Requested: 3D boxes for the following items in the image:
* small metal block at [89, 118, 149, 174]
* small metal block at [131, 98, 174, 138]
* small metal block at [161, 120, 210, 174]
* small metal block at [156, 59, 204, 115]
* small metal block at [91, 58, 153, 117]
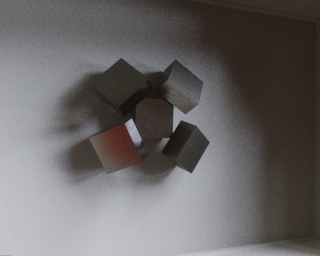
[{"bbox_3d":[-0.049,0.022,0.378,0.050,0.025,0.050,-21,99,19],"label":"small metal block"},{"bbox_3d":[-0.011,-0.012,0.404,0.050,0.025,0.050,2,90,-20],"label":"small metal block"},{"bbox_3d":[0.035,0.026,0.409,0.050,0.025,0.050,-58,141,-11],"label":"small metal block"},{"bbox_3d":[0.027,-0.054,0.405,0.050,0.025,0.050,37,41,-17],"label":"small metal block"},{"bbox_3d":[-0.046,-0.050,0.378,0.050,0.025,0.050,40,75,23],"label":"small metal block"}]
